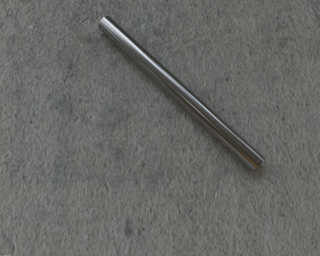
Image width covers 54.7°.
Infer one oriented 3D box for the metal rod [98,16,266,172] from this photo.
[{"bbox_3d":[0.021,-0.055,0.428,0.025,0.025,0.300,-42,76,-14],"label":"metal rod"}]
